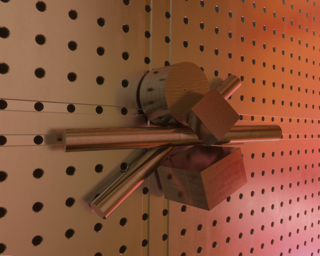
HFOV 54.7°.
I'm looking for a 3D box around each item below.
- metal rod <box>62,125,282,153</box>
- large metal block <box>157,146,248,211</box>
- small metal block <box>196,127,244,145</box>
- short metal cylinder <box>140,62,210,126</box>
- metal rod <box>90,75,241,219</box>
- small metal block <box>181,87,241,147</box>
[{"bbox_3d":[0.036,0.010,0.389,0.303,0.025,0.025,-1,91,-27],"label":"metal rod"},{"bbox_3d":[0.056,0.062,0.415,0.081,0.080,0.050,-23,105,-38],"label":"large metal block"},{"bbox_3d":[0.090,0.012,0.464,0.050,0.050,0.025,0,90,-39],"label":"small metal block"},{"bbox_3d":[0.021,-0.043,0.406,0.081,0.050,0.080,1,89,-40],"label":"short metal cylinder"},{"bbox_3d":[0.026,0.009,0.428,0.302,0.025,0.025,-42,116,-32],"label":"metal rod"},{"bbox_3d":[0.063,-0.014,0.382,0.050,0.025,0.050,49,59,-3],"label":"small metal block"}]
